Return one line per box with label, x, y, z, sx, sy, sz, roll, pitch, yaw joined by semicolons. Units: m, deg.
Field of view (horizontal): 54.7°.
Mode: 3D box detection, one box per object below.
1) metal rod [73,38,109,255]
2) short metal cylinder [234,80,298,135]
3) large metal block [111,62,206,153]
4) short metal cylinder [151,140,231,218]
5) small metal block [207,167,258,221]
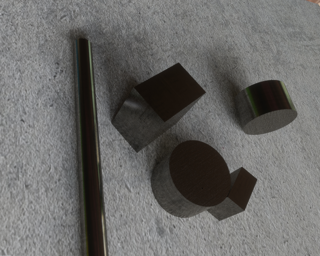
metal rod;-0.080;0.020;0.347;0.025;0.025;0.299;4;60;-26
short metal cylinder;0.159;-0.029;0.472;0.081;0.080;0.050;2;61;-27
large metal block;-0.003;-0.025;0.382;0.050;0.080;0.081;49;51;6
short metal cylinder;0.036;0.061;0.370;0.081;0.050;0.080;14;56;-21
small metal block;0.088;0.082;0.385;0.025;0.050;0.050;40;51;-1
